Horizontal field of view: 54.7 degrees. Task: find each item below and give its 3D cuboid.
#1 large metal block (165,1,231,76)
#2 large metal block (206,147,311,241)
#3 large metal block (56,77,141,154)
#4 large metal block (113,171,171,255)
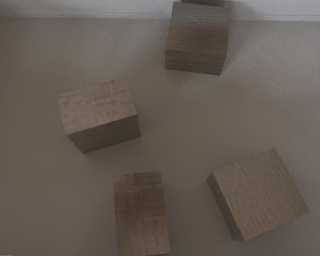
[{"bbox_3d":[0.053,-0.127,0.443,0.080,0.050,0.080,8,70,3],"label":"large metal block"},{"bbox_3d":[0.112,0.079,0.368,0.080,0.050,0.080,-20,71,-7],"label":"large metal block"},{"bbox_3d":[-0.071,-0.013,0.384,0.080,0.080,0.050,-17,71,-6],"label":"large metal block"},{"bbox_3d":[-0.019,0.097,0.345,0.050,0.080,0.080,-6,70,-2],"label":"large metal block"}]
